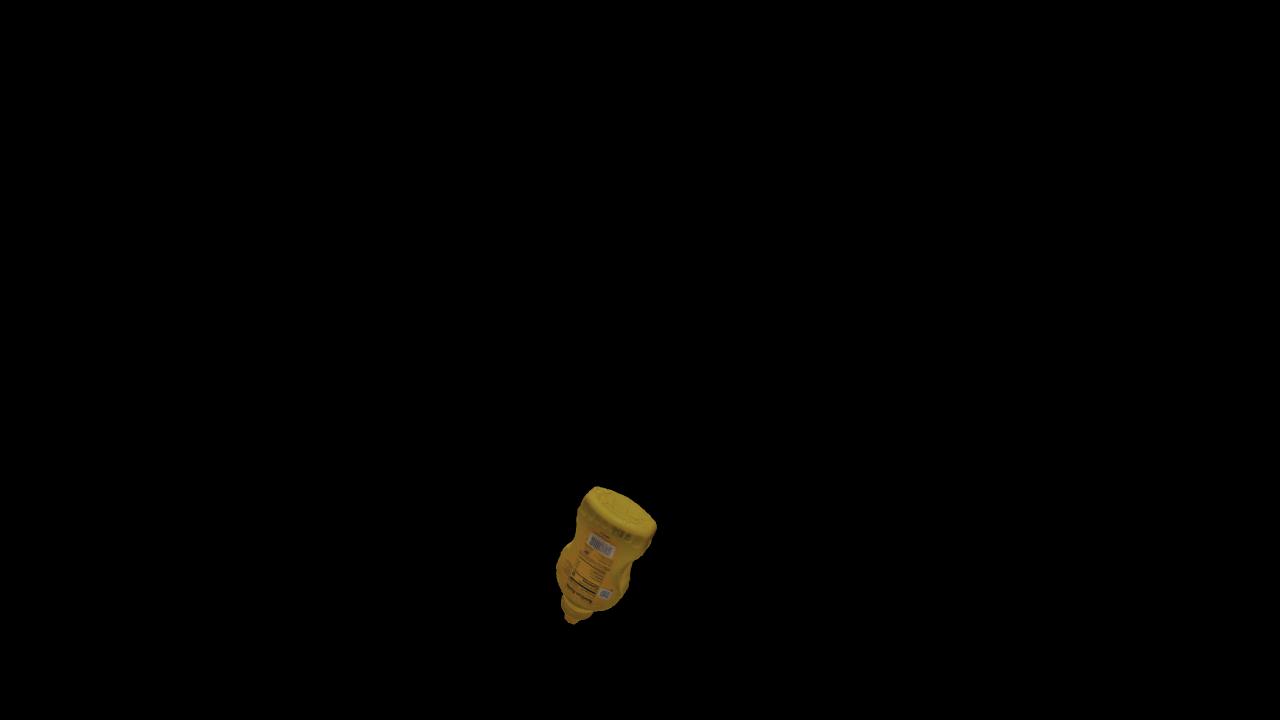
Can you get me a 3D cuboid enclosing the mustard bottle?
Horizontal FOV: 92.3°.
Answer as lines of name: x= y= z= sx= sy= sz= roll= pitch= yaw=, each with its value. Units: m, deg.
mustard bottle: x=-0.053 y=0.244 z=0.727 sx=0.092 sy=0.184 sz=0.054 roll=27 pitch=24 yaw=9
